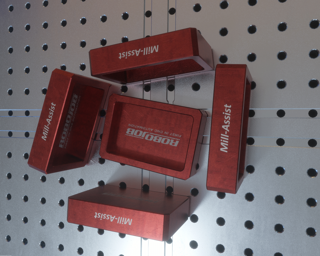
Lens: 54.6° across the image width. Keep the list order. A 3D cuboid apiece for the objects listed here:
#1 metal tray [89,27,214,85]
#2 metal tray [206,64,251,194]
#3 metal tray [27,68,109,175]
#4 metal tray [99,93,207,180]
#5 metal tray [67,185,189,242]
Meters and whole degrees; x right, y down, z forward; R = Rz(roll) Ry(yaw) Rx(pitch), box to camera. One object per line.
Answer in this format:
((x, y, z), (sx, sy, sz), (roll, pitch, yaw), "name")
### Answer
((-0.008, -0.083, 0.381), (0.130, 0.090, 0.030), (-7, 88, 20), "metal tray")
((0.080, 0.000, 0.350), (0.030, 0.090, 0.129), (5, 92, 20), "metal tray")
((-0.121, -0.008, 0.421), (0.030, 0.090, 0.129), (19, 96, 19), "metal tray")
((-0.011, 0.009, 0.413), (0.130, 0.030, 0.090), (12, 94, 19), "metal tray")
((-0.037, 0.102, 0.392), (0.130, 0.090, 0.030), (4, 92, 20), "metal tray")
